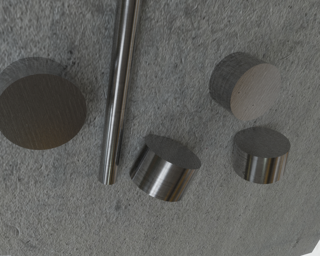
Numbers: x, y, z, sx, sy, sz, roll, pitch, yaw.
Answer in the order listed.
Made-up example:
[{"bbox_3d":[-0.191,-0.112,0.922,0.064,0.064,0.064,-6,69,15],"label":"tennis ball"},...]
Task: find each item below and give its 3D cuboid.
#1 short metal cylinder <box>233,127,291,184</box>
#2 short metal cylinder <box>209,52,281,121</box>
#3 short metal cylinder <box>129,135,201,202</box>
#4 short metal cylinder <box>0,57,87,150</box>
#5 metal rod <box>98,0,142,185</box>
[{"bbox_3d":[0.156,0.041,0.482,0.081,0.080,0.050,-16,125,-19],"label":"short metal cylinder"},{"bbox_3d":[0.114,-0.057,0.418,0.081,0.050,0.079,-14,124,-21],"label":"short metal cylinder"},{"bbox_3d":[0.007,0.051,0.407,0.081,0.080,0.050,14,111,-34],"label":"short metal cylinder"},{"bbox_3d":[-0.120,-0.025,0.310,0.081,0.050,0.079,-14,124,-21],"label":"short metal cylinder"},{"bbox_3d":[-0.043,-0.063,0.344,0.025,0.025,0.298,-4,120,-27],"label":"metal rod"}]
